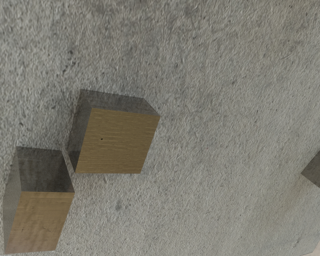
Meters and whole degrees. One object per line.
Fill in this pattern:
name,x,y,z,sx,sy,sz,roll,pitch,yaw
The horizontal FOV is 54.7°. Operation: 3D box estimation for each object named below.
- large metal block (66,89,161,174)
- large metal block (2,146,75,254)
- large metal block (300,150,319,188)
large metal block,-0.056,0.006,0.363,0.081,0.050,0.079,6,116,-31
large metal block,-0.138,0.077,0.343,0.050,0.080,0.079,10,114,-33
large metal block,0.352,0.087,0.636,0.080,0.050,0.080,26,104,-37
